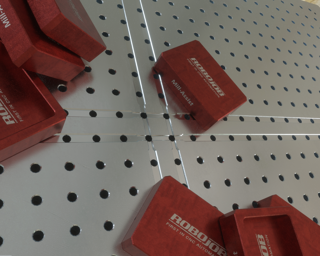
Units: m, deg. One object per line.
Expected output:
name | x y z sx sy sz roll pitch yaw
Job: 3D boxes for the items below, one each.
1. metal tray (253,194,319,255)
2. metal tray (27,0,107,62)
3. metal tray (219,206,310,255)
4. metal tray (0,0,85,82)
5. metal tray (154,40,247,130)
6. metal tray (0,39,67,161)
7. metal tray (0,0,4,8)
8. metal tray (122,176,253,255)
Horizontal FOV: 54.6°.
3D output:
metal tray | 0.155 0.162 0.389 0.090 0.030 0.130 36 51 -4
metal tray | -0.127 -0.153 0.390 0.130 0.030 0.090 60 14 21
metal tray | 0.123 0.154 0.336 0.091 0.030 0.130 4 60 -26
metal tray | -0.151 -0.122 0.366 0.130 0.030 0.090 59 17 13
metal tray | 0.064 -0.070 0.481 0.091 0.030 0.130 -31 79 -38
metal tray | -0.175 -0.036 0.332 0.091 0.030 0.130 -33 80 -38
metal tray | -0.245 -0.166 0.375 0.091 0.030 0.130 17 55 -19
metal tray | 0.035 0.126 0.346 0.130 0.030 0.090 36 51 -4
